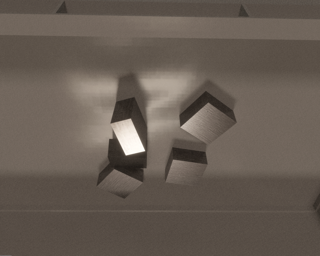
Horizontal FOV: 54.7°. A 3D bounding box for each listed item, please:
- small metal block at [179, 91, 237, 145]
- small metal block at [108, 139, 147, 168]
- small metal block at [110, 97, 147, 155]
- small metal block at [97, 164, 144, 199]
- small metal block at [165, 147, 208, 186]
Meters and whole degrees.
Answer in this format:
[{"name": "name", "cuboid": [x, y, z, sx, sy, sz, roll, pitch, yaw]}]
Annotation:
[{"name": "small metal block", "cuboid": [0.061, -0.012, 0.400, 0.050, 0.025, 0.050, 32, 123, -25]}, {"name": "small metal block", "cuboid": [-0.043, 0.036, 0.427, 0.050, 0.025, 0.050, 2, 157, -2]}, {"name": "small metal block", "cuboid": [-0.037, -0.003, 0.387, 0.025, 0.050, 0.050, -14, 124, 11]}, {"name": "small metal block", "cuboid": [-0.061, 0.077, 0.474, 0.050, 0.025, 0.050, 30, 124, -24]}, {"name": "small metal block", "cuboid": [0.038, 0.058, 0.459, 0.050, 0.025, 0.050, 9, 130, -8]}]
